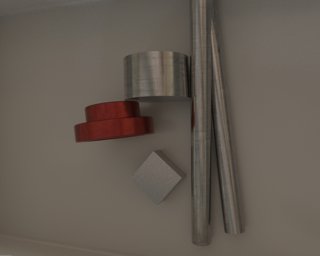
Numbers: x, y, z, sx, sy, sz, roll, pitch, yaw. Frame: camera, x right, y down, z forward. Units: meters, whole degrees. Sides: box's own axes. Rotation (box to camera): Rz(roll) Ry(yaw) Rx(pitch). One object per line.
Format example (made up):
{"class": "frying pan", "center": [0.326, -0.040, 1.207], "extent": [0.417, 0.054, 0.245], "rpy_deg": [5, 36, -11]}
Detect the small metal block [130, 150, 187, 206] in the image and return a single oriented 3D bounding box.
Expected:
{"class": "small metal block", "center": [-0.002, 0.065, 0.410], "extent": [0.050, 0.025, 0.050], "rpy_deg": [43, 103, 14]}

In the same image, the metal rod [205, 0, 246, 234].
{"class": "metal rod", "center": [0.074, -0.023, 0.383], "extent": [0.025, 0.025, 0.298], "rpy_deg": [-7, 88, 19]}

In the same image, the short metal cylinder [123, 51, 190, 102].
{"class": "short metal cylinder", "center": [-0.004, -0.060, 0.382], "extent": [0.080, 0.080, 0.050], "rpy_deg": [-2, 90, 19]}

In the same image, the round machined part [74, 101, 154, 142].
{"class": "round machined part", "center": [-0.058, -0.008, 0.391], "extent": [0.098, 0.098, 0.042], "rpy_deg": [-8, 88, 19]}

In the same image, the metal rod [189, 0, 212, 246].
{"class": "metal rod", "center": [0.050, -0.005, 0.376], "extent": [0.025, 0.025, 0.298], "rpy_deg": [1, 97, 19]}
